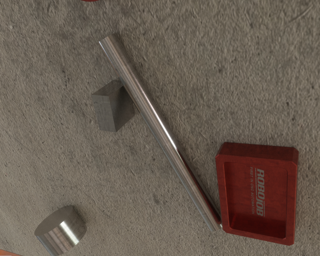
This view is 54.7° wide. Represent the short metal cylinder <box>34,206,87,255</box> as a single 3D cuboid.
[{"bbox_3d":[-0.187,0.193,0.586,0.080,0.080,0.050,-19,109,35],"label":"short metal cylinder"}]

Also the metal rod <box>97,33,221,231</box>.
[{"bbox_3d":[0.009,0.016,0.410,0.025,0.025,0.299,-20,109,35],"label":"metal rod"}]

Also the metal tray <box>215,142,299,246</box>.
[{"bbox_3d":[0.122,0.083,0.389,0.090,0.030,0.129,3,120,26],"label":"metal tray"}]

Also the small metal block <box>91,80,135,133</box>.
[{"bbox_3d":[-0.059,-0.029,0.402,0.025,0.050,0.050,7,122,24],"label":"small metal block"}]
